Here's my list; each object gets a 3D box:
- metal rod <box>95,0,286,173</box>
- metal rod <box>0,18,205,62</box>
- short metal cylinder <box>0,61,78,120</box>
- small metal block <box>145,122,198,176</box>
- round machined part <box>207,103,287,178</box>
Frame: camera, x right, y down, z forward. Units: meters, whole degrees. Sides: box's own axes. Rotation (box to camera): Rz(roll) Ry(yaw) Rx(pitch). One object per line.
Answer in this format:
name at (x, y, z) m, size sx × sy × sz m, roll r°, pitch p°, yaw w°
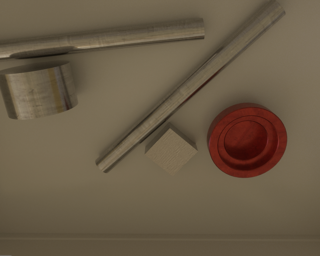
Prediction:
metal rod at (0.029, -0.044, 0.395) m, size 0.300 × 0.025 × 0.025 m, roll -42°, pitch 105°, yaw 13°
metal rod at (-0.099, -0.102, 0.372) m, size 0.302 × 0.025 × 0.025 m, roll -6°, pitch 110°, yaw 1°
short metal cylinder at (-0.142, -0.047, 0.363) m, size 0.080 × 0.080 × 0.050 m, roll -6°, pitch 110°, yaw 2°
small metal block at (0.015, 0.029, 0.422) m, size 0.050 × 0.025 × 0.050 m, roll 40°, pitch 105°, yaw -14°
round machined part at (0.111, 0.013, 0.409) m, size 0.099 × 0.042 × 0.097 m, roll 0°, pitch 110°, yaw -1°
